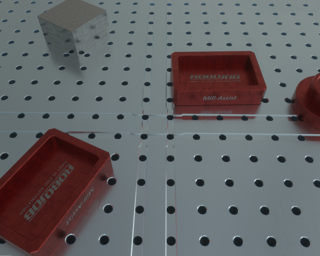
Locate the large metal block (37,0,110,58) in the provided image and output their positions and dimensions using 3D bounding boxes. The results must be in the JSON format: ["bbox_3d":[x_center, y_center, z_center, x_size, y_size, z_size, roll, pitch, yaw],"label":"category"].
[{"bbox_3d":[-0.147,-0.177,0.539,0.080,0.050,0.080,28,55,21],"label":"large metal block"}]

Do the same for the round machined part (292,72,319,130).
[{"bbox_3d":[0.242,-0.043,0.434,0.099,0.042,0.098,0,50,0],"label":"round machined part"}]

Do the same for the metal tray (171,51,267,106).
[{"bbox_3d":[0.084,-0.077,0.469,0.131,0.030,0.090,-1,50,-1],"label":"metal tray"}]

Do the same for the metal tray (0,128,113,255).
[{"bbox_3d":[-0.125,0.067,0.346,0.090,0.030,0.130,22,53,17],"label":"metal tray"}]
